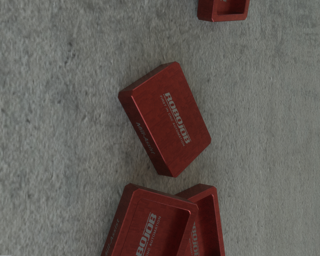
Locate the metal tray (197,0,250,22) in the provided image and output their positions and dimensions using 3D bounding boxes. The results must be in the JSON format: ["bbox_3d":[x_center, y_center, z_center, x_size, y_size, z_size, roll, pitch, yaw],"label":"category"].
[{"bbox_3d":[0.102,-0.228,0.459,0.091,0.030,0.129,-19,124,-39],"label":"metal tray"}]

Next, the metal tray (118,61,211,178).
[{"bbox_3d":[0.011,-0.011,0.413,0.091,0.030,0.129,-40,115,-33],"label":"metal tray"}]

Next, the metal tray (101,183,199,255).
[{"bbox_3d":[-0.016,0.140,0.366,0.091,0.030,0.129,22,84,-25],"label":"metal tray"}]

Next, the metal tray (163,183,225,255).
[{"bbox_3d":[0.049,0.156,0.445,0.091,0.030,0.129,-15,100,-39],"label":"metal tray"}]
